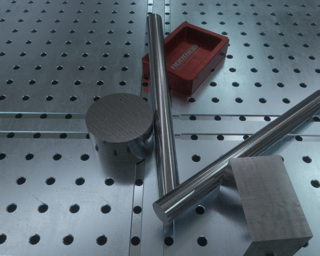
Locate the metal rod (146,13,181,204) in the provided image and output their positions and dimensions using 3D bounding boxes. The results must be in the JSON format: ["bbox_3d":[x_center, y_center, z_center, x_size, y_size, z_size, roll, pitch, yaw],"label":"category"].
[{"bbox_3d":[0.001,-0.046,0.418,0.025,0.025,0.299,-3,59,-3],"label":"metal rod"}]

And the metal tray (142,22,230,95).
[{"bbox_3d":[0.043,-0.117,0.503,0.090,0.030,0.131,27,55,20],"label":"metal tray"}]

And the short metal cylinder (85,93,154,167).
[{"bbox_3d":[-0.049,0.001,0.390,0.081,0.050,0.080,0,50,0],"label":"short metal cylinder"}]

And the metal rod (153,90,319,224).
[{"bbox_3d":[0.117,0.020,0.377,0.302,0.025,0.025,-29,56,-28],"label":"metal rod"}]

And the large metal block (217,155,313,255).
[{"bbox_3d":[0.095,0.083,0.303,0.050,0.080,0.080,-4,50,-3],"label":"large metal block"}]
